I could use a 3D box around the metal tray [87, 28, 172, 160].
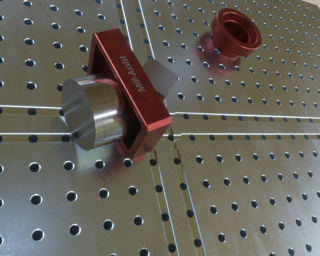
[{"bbox_3d":[-0.042,-0.038,0.363,0.030,0.090,0.130,-22,73,-26],"label":"metal tray"}]

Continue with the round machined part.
[{"bbox_3d":[0.136,-0.171,0.574,0.099,0.042,0.098,14,56,-21],"label":"round machined part"}]

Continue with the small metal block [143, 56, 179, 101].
[{"bbox_3d":[-0.008,-0.067,0.444,0.050,0.025,0.050,34,51,-6],"label":"small metal block"}]

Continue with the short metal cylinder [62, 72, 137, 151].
[{"bbox_3d":[-0.069,-0.020,0.348,0.050,0.080,0.080,-18,72,-35],"label":"short metal cylinder"}]
